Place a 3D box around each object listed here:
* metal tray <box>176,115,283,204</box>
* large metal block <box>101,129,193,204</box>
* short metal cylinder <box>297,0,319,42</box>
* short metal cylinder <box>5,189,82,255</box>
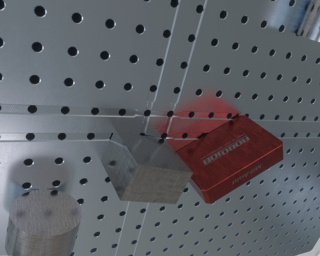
[{"bbox_3d":[0.097,0.040,0.446,0.131,0.090,0.030,-29,128,-10],"label":"metal tray"},{"bbox_3d":[-0.019,0.050,0.396,0.081,0.080,0.050,14,111,-34],"label":"large metal block"},{"bbox_3d":[0.235,-0.140,0.417,0.081,0.080,0.050,0,119,-29],"label":"short metal cylinder"},{"bbox_3d":[-0.139,0.119,0.373,0.081,0.080,0.050,4,116,-31],"label":"short metal cylinder"}]
